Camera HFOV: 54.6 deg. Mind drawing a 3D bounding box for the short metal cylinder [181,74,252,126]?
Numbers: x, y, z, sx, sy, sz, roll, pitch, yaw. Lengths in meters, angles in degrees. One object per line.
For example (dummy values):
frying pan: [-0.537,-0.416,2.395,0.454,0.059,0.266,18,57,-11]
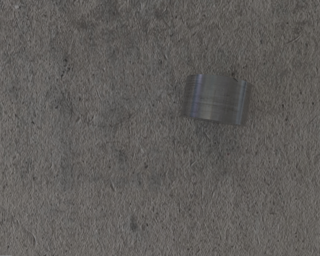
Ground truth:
short metal cylinder: [0.069,-0.033,0.383,0.080,0.080,0.050,9,90,0]
